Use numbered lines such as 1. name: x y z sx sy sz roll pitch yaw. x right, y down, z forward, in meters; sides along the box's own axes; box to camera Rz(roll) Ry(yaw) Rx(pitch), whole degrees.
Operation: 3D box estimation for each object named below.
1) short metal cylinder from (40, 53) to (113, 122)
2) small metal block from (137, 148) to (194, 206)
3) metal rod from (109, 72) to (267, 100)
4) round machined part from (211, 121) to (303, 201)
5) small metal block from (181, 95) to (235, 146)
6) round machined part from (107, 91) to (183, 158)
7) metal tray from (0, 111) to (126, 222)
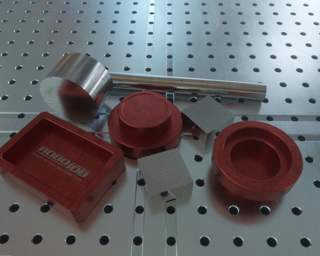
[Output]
1. short metal cylinder: -0.110 -0.053 0.415 0.080 0.080 0.050 14 51 11
2. small metal block: 0.005 0.056 0.361 0.050 0.025 0.050 -15 52 -12
3. metal rod: 0.002 -0.066 0.462 0.302 0.025 0.025 5 50 4
4. round machined part: 0.109 0.041 0.363 0.099 0.042 0.098 0 50 0
5. small metal block: 0.063 -0.011 0.418 0.050 0.025 0.050 -31 57 -24
6. round machined part: -0.019 -0.011 0.405 0.099 0.042 0.098 0 47 0
7. metal tray: -0.119 0.040 0.369 0.130 0.030 0.090 24 54 19
